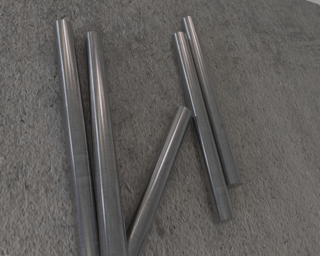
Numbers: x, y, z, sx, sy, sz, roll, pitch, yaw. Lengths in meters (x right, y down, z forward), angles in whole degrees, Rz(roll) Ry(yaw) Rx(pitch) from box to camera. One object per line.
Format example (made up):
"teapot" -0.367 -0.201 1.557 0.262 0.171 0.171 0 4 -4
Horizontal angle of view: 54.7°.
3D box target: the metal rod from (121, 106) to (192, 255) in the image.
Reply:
"metal rod" -0.015 0.087 0.342 0.025 0.025 0.301 31 52 -9

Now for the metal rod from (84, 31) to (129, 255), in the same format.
"metal rod" -0.066 0.001 0.353 0.025 0.025 0.299 5 55 -26

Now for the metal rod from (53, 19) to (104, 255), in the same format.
"metal rod" -0.097 -0.005 0.354 0.025 0.025 0.299 0 62 -28

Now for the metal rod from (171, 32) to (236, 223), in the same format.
"metal rod" 0.055 -0.019 0.444 0.025 0.025 0.299 4 60 -26

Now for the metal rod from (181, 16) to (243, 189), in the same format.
"metal rod" 0.073 -0.055 0.476 0.025 0.025 0.299 4 60 -26
